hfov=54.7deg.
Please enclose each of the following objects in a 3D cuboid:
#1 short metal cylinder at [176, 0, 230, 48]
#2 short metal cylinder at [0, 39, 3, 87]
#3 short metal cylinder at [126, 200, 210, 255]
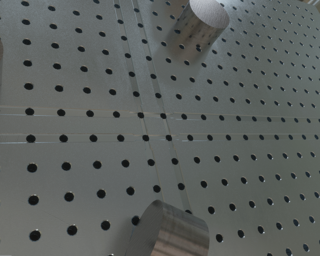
[{"bbox_3d":[0.075,-0.190,0.551,0.081,0.050,0.080,14,56,-21],"label":"short metal cylinder"},{"bbox_3d":[-0.209,-0.070,0.322,0.081,0.050,0.080,14,56,-21],"label":"short metal cylinder"},{"bbox_3d":[0.005,0.118,0.305,0.050,0.080,0.080,27,52,-12],"label":"short metal cylinder"}]
